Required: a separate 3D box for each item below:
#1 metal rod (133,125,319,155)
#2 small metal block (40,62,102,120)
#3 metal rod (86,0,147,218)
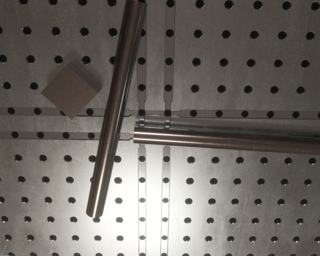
[{"bbox_3d":[0.116,0.018,0.421,0.302,0.025,0.025,4,110,-2],"label":"metal rod"},{"bbox_3d":[-0.112,-0.047,0.394,0.050,0.025,0.050,-43,105,14],"label":"small metal block"},{"bbox_3d":[-0.062,-0.011,0.408,0.025,0.025,0.298,13,110,-5],"label":"metal rod"}]
